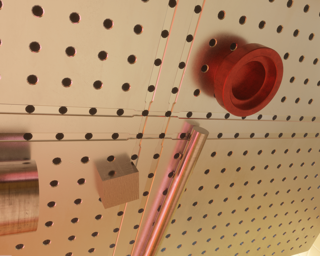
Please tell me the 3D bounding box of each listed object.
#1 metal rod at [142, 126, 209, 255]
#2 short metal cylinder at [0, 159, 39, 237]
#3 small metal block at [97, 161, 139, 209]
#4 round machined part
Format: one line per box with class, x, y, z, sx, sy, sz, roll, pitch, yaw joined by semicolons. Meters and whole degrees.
metal rod;0.013;0.133;0.502;0.025;0.025;0.298;5;116;-31
short metal cylinder;-0.163;0.075;0.333;0.050;0.080;0.079;0;118;-29
small metal block;-0.057;0.079;0.430;0.050;0.025;0.050;-12;124;-22
round machined part;0.115;-0.068;0.424;0.099;0.042;0.097;-14;125;-21
